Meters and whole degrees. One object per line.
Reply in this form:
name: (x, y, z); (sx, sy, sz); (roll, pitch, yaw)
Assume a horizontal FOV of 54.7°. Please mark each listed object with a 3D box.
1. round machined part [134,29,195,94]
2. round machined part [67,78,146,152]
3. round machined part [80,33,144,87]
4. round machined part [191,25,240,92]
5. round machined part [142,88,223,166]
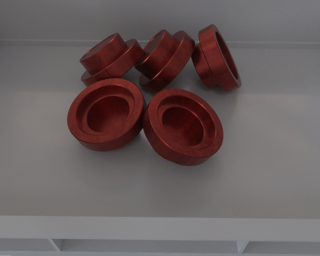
round machined part: (0.001, -0.100, 0.439); (0.042, 0.098, 0.098); (36, 48, -21)
round machined part: (-0.063, -0.013, 0.394); (0.098, 0.042, 0.098); (-7, 56, 11)
round machined part: (-0.075, -0.100, 0.445); (0.098, 0.042, 0.098); (-29, 26, 16)
round machined part: (0.078, -0.096, 0.449); (0.042, 0.098, 0.098); (-23, 46, 23)
round machined part: (0.024, 0.003, 0.377); (0.099, 0.042, 0.098); (15, 52, -19)
